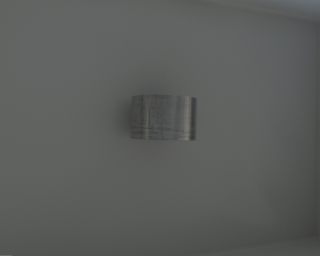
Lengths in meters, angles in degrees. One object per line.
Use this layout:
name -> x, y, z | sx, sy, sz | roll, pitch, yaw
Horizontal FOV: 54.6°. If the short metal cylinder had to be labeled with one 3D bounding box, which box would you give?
short metal cylinder -> 0.005, -0.011, 0.380 | 0.081, 0.080, 0.050 | 2, 90, -20
